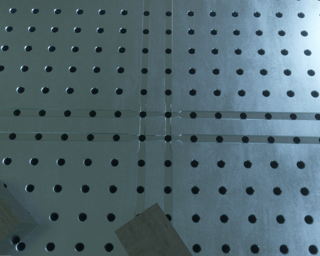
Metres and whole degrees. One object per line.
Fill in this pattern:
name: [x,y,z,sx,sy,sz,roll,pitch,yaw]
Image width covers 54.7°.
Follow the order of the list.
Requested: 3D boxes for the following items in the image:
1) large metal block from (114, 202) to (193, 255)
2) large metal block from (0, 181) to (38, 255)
large metal block: [-0.002,0.133,0.334,0.050,0.080,0.080,-33,74,-11]
large metal block: [-0.206,0.110,0.356,0.080,0.050,0.080,42,75,13]
